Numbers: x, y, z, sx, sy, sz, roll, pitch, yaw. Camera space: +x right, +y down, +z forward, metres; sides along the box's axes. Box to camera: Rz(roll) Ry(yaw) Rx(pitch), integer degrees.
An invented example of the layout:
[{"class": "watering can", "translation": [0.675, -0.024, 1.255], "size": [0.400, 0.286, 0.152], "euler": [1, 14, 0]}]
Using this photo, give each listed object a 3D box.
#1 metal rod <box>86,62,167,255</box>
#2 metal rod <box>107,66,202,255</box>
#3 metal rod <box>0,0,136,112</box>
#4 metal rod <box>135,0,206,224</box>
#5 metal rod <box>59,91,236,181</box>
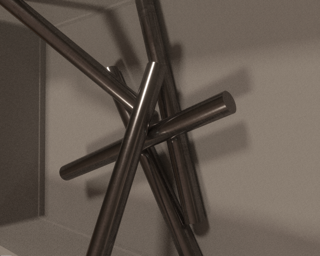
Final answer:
[{"class": "metal rod", "translation": [-0.045, 0.065, 0.343], "size": [0.025, 0.025, 0.299], "euler": [5, 72, 39]}, {"class": "metal rod", "translation": [-0.015, 0.042, 0.417], "size": [0.025, 0.025, 0.299], "euler": [-38, 67, 33]}, {"class": "metal rod", "translation": [-0.131, -0.112, 0.424], "size": [0.300, 0.025, 0.025], "euler": [39, 118, 1]}, {"class": "metal rod", "translation": [0.010, -0.031, 0.396], "size": [0.025, 0.025, 0.299], "euler": [-20, 77, 38]}, {"class": "metal rod", "translation": [-0.039, 0.023, 0.402], "size": [0.299, 0.025, 0.025], "euler": [-24, 75, 37]}]
